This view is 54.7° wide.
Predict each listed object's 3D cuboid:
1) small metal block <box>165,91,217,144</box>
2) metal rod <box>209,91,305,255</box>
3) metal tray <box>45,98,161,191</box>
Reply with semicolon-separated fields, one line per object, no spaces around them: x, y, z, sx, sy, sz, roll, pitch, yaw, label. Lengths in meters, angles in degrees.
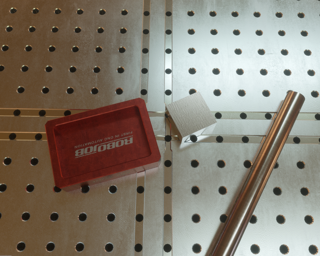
0.041;-0.014;0.418;0.050;0.025;0.050;-24;72;-9;small metal block
0.113;0.079;0.384;0.025;0.025;0.300;29;72;9;metal rod
-0.073;0.020;0.400;0.131;0.030;0.090;-15;71;-6;metal tray
